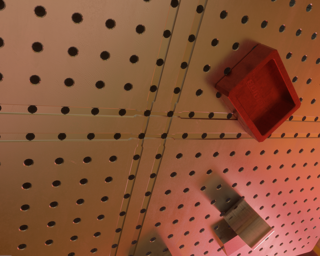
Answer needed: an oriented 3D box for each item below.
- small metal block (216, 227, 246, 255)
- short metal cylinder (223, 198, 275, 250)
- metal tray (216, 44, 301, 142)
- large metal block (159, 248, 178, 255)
[{"bbox_3d":[0.148,0.227,0.632,0.050,0.025,0.050,-29,128,-10],"label":"small metal block"},{"bbox_3d":[0.163,0.176,0.573,0.050,0.080,0.080,-44,129,2],"label":"short metal cylinder"},{"bbox_3d":[0.150,-0.047,0.460,0.090,0.030,0.130,-44,129,2],"label":"metal tray"},{"bbox_3d":[0.014,0.284,0.578,0.080,0.050,0.080,-39,129,-2],"label":"large metal block"}]
